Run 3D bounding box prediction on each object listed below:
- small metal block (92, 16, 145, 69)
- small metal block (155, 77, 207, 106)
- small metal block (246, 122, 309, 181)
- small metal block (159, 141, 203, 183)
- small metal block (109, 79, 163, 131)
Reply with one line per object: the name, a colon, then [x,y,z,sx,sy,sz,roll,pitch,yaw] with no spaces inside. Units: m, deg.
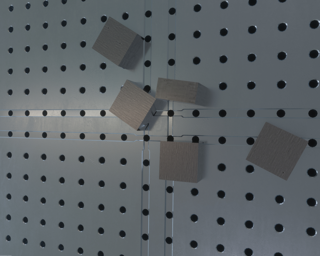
small metal block: [-0.058,-0.118,0.434,0.050,0.025,0.050,36,101,16]
small metal block: [0.028,-0.045,0.390,0.050,0.050,0.025,11,94,20]
small metal block: [0.137,0.026,0.364,0.050,0.025,0.050,28,99,17]
small metal block: [0.027,0.042,0.403,0.050,0.025,0.050,2,91,20]
small metal block: [-0.033,-0.031,0.425,0.050,0.025,0.050,35,101,16]
